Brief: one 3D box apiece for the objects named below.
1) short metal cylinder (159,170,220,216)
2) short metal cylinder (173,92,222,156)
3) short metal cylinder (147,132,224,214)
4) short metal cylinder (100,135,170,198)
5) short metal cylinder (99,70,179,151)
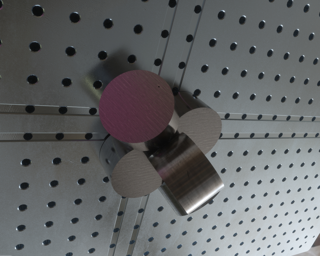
[{"bbox_3d":[0.041,0.079,0.439,0.080,0.080,0.050,-35,94,-5],"label":"short metal cylinder"},{"bbox_3d":[0.034,-0.002,0.413,0.081,0.050,0.079,-14,125,-21],"label":"short metal cylinder"},{"bbox_3d":[0.029,0.052,0.358,0.050,0.080,0.080,-36,129,-5],"label":"short metal cylinder"},{"bbox_3d":[-0.032,0.044,0.405,0.081,0.050,0.079,-14,125,-21],"label":"short metal cylinder"},{"bbox_3d":[-0.021,-0.018,0.345,0.080,0.080,0.050,-40,164,-2],"label":"short metal cylinder"}]
